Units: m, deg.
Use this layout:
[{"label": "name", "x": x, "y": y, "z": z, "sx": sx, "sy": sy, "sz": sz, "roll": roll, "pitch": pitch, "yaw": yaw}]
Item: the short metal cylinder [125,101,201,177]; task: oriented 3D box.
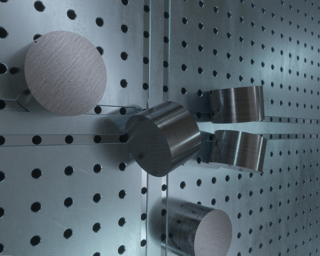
[{"label": "short metal cylinder", "x": 0.003, "y": 0.013, "z": 0.378, "sx": 0.050, "sy": 0.080, "sz": 0.080, "roll": -27, "pitch": 107, "yaw": -37}]

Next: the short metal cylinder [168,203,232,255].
[{"label": "short metal cylinder", "x": 0.059, "y": 0.152, "z": 0.445, "sx": 0.081, "sy": 0.050, "sz": 0.079, "roll": 0, "pitch": 90, "yaw": -40}]

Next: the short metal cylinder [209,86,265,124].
[{"label": "short metal cylinder", "x": 0.117, "y": -0.036, "z": 0.474, "sx": 0.081, "sy": 0.080, "sz": 0.050, "roll": -9, "pitch": 96, "yaw": -40}]

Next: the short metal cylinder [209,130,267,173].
[{"label": "short metal cylinder", "x": 0.119, "y": 0.037, "z": 0.476, "sx": 0.080, "sy": 0.080, "sz": 0.050, "roll": 20, "pitch": 78, "yaw": -39}]

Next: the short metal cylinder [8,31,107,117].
[{"label": "short metal cylinder", "x": -0.101, "y": -0.051, "z": 0.309, "sx": 0.081, "sy": 0.050, "sz": 0.079, "roll": 0, "pitch": 91, "yaw": -40}]
